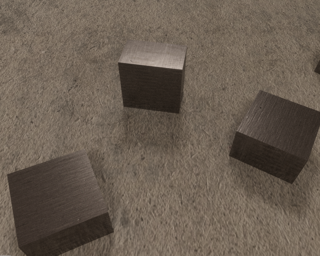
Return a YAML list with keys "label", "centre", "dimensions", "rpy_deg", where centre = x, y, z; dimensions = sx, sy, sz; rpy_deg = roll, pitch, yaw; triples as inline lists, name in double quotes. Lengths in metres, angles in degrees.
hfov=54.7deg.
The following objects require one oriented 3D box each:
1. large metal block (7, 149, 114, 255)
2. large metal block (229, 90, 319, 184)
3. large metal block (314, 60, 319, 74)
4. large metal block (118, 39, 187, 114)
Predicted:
- label: "large metal block"
  centre: [-0.102, 0.078, 0.320]
  dimensions: [0.081, 0.050, 0.080]
  rpy_deg: [-19, 53, -16]
- label: "large metal block"
  centre: [0.142, 0.009, 0.382]
  dimensions: [0.080, 0.050, 0.080]
  rpy_deg: [25, 54, 19]
- label: "large metal block"
  centre: [0.306, -0.104, 0.478]
  dimensions: [0.080, 0.050, 0.080]
  rpy_deg: [-33, 58, -25]
- label: "large metal block"
  centre: [-0.008, -0.070, 0.426]
  dimensions: [0.080, 0.080, 0.050]
  rpy_deg: [8, 51, 6]
